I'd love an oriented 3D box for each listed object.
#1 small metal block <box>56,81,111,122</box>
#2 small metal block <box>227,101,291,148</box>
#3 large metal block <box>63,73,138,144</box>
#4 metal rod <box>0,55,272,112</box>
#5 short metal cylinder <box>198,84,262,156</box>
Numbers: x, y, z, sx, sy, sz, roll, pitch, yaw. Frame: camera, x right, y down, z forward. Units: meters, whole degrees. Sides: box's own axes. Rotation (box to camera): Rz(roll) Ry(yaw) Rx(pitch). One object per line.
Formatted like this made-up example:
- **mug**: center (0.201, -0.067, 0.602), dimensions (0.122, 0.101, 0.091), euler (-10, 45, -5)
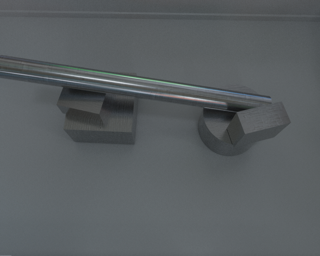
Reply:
- **small metal block**: center (-0.087, -0.039, 0.368), dimensions (0.050, 0.025, 0.050), euler (12, 70, 4)
- **small metal block**: center (0.107, -0.003, 0.343), dimensions (0.050, 0.050, 0.025), euler (-14, 71, -5)
- **large metal block**: center (-0.072, -0.026, 0.402), dimensions (0.081, 0.050, 0.080), euler (3, 70, 0)
- **metal rod**: center (-0.023, -0.046, 0.350), dimensions (0.302, 0.025, 0.025), euler (8, 70, -6)
- **short metal cylinder**: center (0.093, -0.009, 0.399), dimensions (0.081, 0.050, 0.080), euler (0, 70, 0)
